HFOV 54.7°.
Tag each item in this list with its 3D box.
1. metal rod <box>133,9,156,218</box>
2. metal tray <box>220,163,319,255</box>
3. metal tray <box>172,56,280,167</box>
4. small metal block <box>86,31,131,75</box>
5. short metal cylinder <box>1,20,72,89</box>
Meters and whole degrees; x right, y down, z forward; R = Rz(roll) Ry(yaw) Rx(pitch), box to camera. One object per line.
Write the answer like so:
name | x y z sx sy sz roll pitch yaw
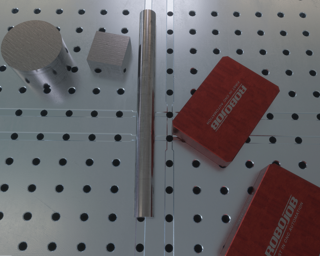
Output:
metal rod | -0.019 -0.033 0.423 0.025 0.025 0.299 0 70 0
metal tray | 0.142 0.119 0.367 0.090 0.030 0.130 29 72 10
metal tray | 0.088 -0.025 0.419 0.090 0.030 0.130 35 73 11
small metal block | -0.073 -0.109 0.451 0.050 0.025 0.050 11 70 4
short metal cylinder | -0.170 -0.102 0.435 0.081 0.050 0.080 0 70 0
